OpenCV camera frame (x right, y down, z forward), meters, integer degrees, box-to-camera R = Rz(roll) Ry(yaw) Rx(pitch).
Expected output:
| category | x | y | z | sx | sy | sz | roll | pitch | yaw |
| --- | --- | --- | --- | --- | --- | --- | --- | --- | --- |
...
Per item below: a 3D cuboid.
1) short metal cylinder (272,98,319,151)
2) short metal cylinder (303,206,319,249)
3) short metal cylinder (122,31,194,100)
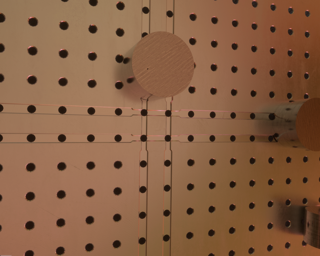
| category | x | y | z | sx | sy | sz | roll | pitch | yaw |
| --- | --- | --- | --- | --- | --- | --- | --- | --- | --- |
| short metal cylinder | 0.224 | -0.005 | 0.482 | 0.081 | 0.050 | 0.079 | 0 | 90 | -20 |
| short metal cylinder | 0.269 | 0.156 | 0.483 | 0.081 | 0.080 | 0.050 | 4 | 89 | -20 |
| short metal cylinder | -0.003 | -0.077 | 0.398 | 0.081 | 0.050 | 0.079 | 0 | 90 | -20 |
